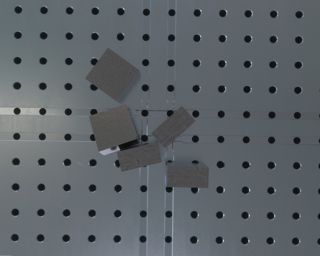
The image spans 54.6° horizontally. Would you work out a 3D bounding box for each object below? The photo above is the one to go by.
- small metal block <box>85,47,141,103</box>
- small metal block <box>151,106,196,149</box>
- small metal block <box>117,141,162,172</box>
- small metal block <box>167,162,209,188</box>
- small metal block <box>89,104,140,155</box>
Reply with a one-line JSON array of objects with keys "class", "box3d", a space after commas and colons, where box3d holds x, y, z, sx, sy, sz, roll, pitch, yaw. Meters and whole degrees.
[{"class": "small metal block", "box3d": [-0.062, -0.069, 0.413, 0.050, 0.025, 0.050, 36, 90, 0]}, {"class": "small metal block", "box3d": [0.016, -0.001, 0.401, 0.050, 0.050, 0.025, -42, 90, 0]}, {"class": "small metal block", "box3d": [-0.025, 0.035, 0.401, 0.050, 0.050, 0.025, -14, 91, 0]}, {"class": "small metal block", "box3d": [0.034, 0.060, 0.401, 0.050, 0.050, 0.025, 1, 90, 0]}, {"class": "small metal block", "box3d": [-0.059, 0.002, 0.407, 0.050, 0.025, 0.050, -19, 74, 0]}]
